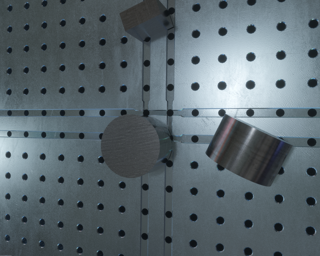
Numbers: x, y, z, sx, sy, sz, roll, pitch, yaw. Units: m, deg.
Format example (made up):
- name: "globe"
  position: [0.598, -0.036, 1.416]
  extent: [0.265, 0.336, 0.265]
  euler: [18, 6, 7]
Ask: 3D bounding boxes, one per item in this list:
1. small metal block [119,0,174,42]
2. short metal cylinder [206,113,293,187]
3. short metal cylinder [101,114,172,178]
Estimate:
- name: "small metal block"
  position: [-0.016, -0.141, 0.405]
  extent: [0.050, 0.050, 0.025]
  euler: [-20, 84, 19]
- name: "short metal cylinder"
  position: [0.099, 0.023, 0.348]
  extent: [0.080, 0.080, 0.050]
  euler: [28, 99, 18]
- name: "short metal cylinder"
  position: [-0.030, 0.023, 0.410]
  extent: [0.080, 0.050, 0.080]
  euler: [0, 90, 19]
